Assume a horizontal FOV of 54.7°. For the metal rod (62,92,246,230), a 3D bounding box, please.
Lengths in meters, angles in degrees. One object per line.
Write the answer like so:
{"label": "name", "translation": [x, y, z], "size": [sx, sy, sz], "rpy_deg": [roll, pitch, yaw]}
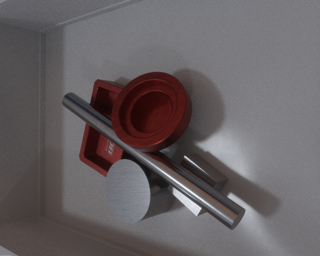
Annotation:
{"label": "metal rod", "translation": [-0.029, 0.025, 0.389], "size": [0.300, 0.025, 0.025], "rpy_deg": [32, 110, 32]}

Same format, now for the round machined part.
{"label": "round machined part", "translation": [-0.007, -0.016, 0.381], "size": [0.098, 0.042, 0.098], "rpy_deg": [-10, 65, 22]}

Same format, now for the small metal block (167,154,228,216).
{"label": "small metal block", "translation": [0.044, 0.066, 0.367], "size": [0.050, 0.025, 0.050], "rpy_deg": [39, 113, 33]}

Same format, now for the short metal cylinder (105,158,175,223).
{"label": "short metal cylinder", "translation": [-0.026, 0.079, 0.407], "size": [0.080, 0.050, 0.079], "rpy_deg": [0, 90, 39]}

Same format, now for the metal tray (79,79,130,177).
{"label": "metal tray", "translation": [-0.069, 0.002, 0.455], "size": [0.090, 0.030, 0.129], "rpy_deg": [23, 105, 37]}
